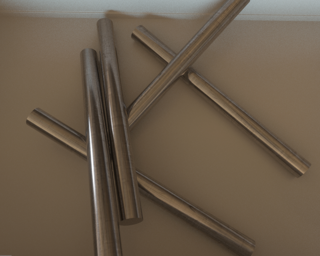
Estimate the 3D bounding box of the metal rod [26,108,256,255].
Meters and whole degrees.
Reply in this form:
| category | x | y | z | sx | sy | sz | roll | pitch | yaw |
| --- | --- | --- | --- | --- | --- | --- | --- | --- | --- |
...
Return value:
| category | x | y | z | sx | sy | sz | roll | pitch | yaw |
| --- | --- | --- | --- | --- | --- | --- | --- | --- | --- |
| metal rod | -0.025 | 0.064 | 0.367 | 0.301 | 0.025 | 0.025 | 31 | 73 | 3 |

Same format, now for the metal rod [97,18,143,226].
| category | x | y | z | sx | sy | sz | roll | pitch | yaw |
| --- | --- | --- | --- | --- | --- | --- | --- | --- | --- |
| metal rod | -0.056 | -0.031 | 0.388 | 0.025 | 0.025 | 0.299 | -10 | 59 | -4 |

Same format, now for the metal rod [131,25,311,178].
| category | x | y | z | sx | sy | sz | roll | pitch | yaw |
| --- | --- | --- | --- | --- | --- | --- | --- | --- | --- |
| metal rod | 0.074 | -0.044 | 0.426 | 0.300 | 0.025 | 0.025 | 42 | 75 | 14 |

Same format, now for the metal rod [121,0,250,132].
| category | x | y | z | sx | sy | sz | roll | pitch | yaw |
| --- | --- | --- | --- | --- | --- | --- | --- | --- | --- |
| metal rod | 0.015 | -0.071 | 0.411 | 0.025 | 0.025 | 0.300 | 41 | 84 | 13 |

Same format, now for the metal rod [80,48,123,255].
| category | x | y | z | sx | sy | sz | roll | pitch | yaw |
| --- | --- | --- | --- | --- | --- | --- | --- | --- | --- |
| metal rod | -0.073 | 0.009 | 0.357 | 0.025 | 0.025 | 0.300 | -12 | 52 | -4 |
